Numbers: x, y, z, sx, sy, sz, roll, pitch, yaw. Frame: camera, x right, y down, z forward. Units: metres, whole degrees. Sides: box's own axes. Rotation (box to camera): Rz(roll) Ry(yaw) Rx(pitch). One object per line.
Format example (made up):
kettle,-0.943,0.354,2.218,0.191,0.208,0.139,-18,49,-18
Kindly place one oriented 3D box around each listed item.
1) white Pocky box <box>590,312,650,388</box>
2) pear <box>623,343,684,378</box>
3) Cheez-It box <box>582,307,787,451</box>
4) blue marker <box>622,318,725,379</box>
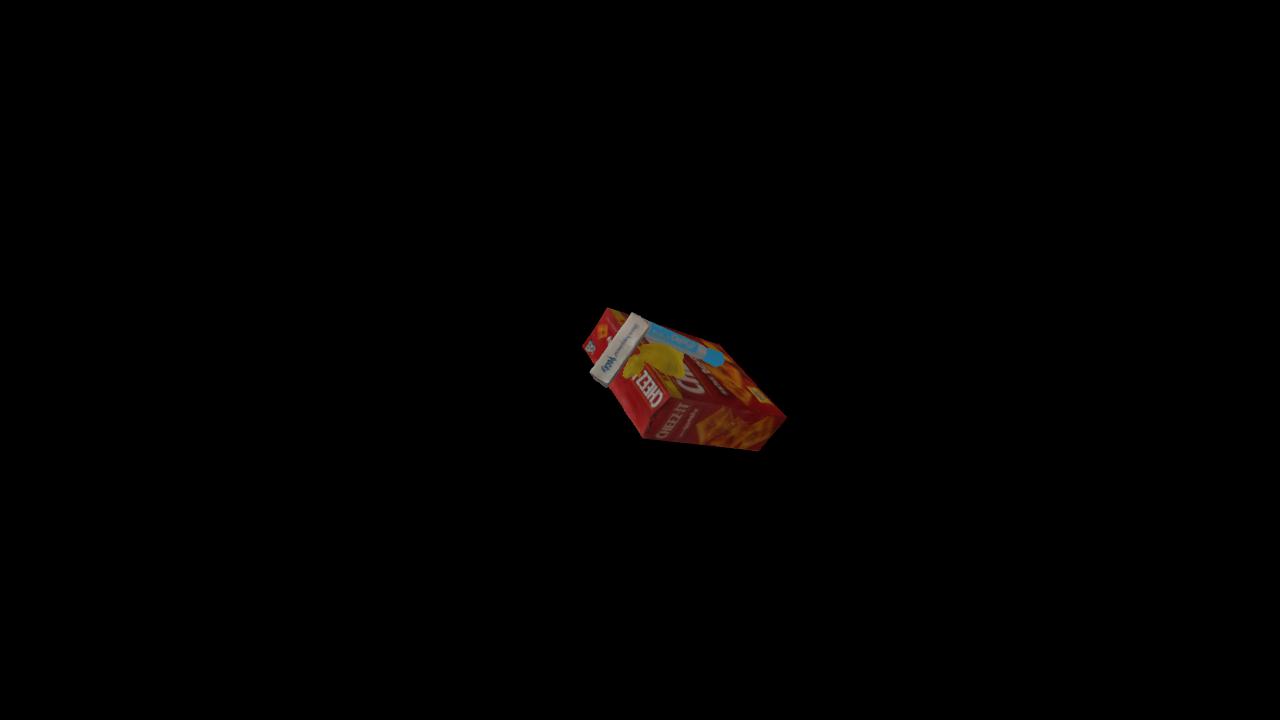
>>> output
white Pocky box,-0.026,-0.007,0.735,0.028,0.084,0.154,34,-5,-1
pear,0.022,0.006,0.723,0.080,0.080,0.111,0,27,26
Cheez-It box,0.057,0.029,0.769,0.223,0.071,0.166,14,29,-43
blue marker,0.046,-0.019,0.705,0.121,0.020,0.020,22,-9,-23
